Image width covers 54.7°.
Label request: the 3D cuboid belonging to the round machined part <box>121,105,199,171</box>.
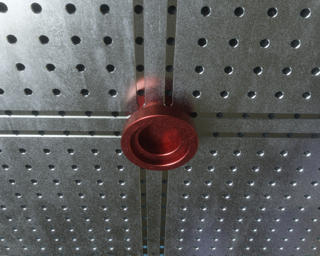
[{"bbox_3d":[0.000,0.009,0.408,0.099,0.042,0.097,-1,130,0],"label":"round machined part"}]
